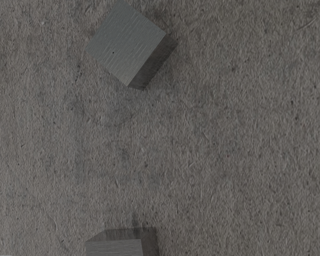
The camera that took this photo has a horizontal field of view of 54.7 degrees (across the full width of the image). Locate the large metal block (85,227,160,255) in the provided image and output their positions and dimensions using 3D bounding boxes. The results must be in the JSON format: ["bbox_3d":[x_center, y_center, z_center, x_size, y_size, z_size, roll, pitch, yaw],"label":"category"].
[{"bbox_3d":[-0.046,0.181,0.412,0.080,0.050,0.080,-10,87,19],"label":"large metal block"}]

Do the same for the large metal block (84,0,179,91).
[{"bbox_3d":[-0.037,-0.108,0.409,0.080,0.050,0.080,42,103,15],"label":"large metal block"}]
